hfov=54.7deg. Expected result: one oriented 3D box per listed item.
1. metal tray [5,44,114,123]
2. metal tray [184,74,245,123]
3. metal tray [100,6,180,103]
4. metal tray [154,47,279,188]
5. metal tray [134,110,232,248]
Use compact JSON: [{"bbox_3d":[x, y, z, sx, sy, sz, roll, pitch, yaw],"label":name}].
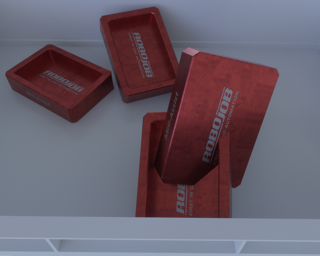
[{"bbox_3d":[-0.147,-0.070,0.458,0.130,0.030,0.090,27,55,20],"label":"metal tray"},{"bbox_3d":[0.063,-0.013,0.412,0.090,0.030,0.130,18,52,13],"label":"metal tray"},{"bbox_3d":[-0.028,-0.110,0.458,0.091,0.030,0.129,-16,78,-13],"label":"metal tray"},{"bbox_3d":[0.053,-0.006,0.309,0.091,0.129,0.030,7,19,-19],"label":"metal tray"},{"bbox_3d":[0.026,0.048,0.315,0.090,0.030,0.129,-1,73,17],"label":"metal tray"}]
